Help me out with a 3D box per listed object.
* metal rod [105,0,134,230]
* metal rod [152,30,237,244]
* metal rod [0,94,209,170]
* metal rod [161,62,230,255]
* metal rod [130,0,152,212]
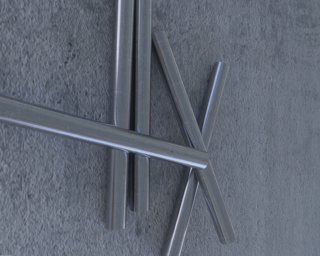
[{"bbox_3d":[-0.047,-0.033,0.366,0.025,0.025,0.298,3,88,-40],"label":"metal rod"},{"bbox_3d":[0.046,0.017,0.420,0.025,0.025,0.298,-25,98,-38],"label":"metal rod"},{"bbox_3d":[-0.069,0.004,0.321,0.302,0.025,0.025,17,79,-31],"label":"metal rod"},{"bbox_3d":[0.055,0.041,0.453,0.025,0.025,0.299,28,73,-37],"label":"metal rod"},{"bbox_3d":[-0.023,-0.048,0.386,0.025,0.025,0.298,1,90,-40],"label":"metal rod"}]
